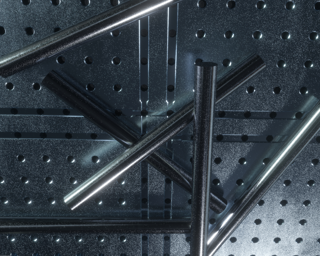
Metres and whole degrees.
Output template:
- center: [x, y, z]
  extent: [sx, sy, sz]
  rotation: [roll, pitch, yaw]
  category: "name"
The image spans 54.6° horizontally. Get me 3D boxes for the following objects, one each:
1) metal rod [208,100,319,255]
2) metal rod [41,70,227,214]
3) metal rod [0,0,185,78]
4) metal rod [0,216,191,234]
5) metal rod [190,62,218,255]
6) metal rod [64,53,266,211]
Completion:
- center: [0.140, 0.090, 0.447]
  extent: [0.025, 0.025, 0.299]
  rotation: [30, 107, -11]
  category: "metal rod"
- center: [-0.026, 0.026, 0.422]
  extent: [0.301, 0.025, 0.025]
  rotation: [38, 106, -13]
  category: "metal rod"
- center: [-0.058, -0.127, 0.365]
  extent: [0.301, 0.025, 0.025]
  rotation: [-21, 109, 7]
  category: "metal rod"
- center: [-0.098, 0.146, 0.466]
  extent: [0.302, 0.025, 0.025]
  rotation: [0, 110, 0]
  category: "metal rod"
- center: [0.054, 0.065, 0.403]
  extent: [0.025, 0.025, 0.298]
  rotation: [-1, 114, 0]
  category: "metal rod"
- center: [0.003, 0.007, 0.393]
  extent: [0.300, 0.025, 0.025]
  rotation: [-37, 106, 4]
  category: "metal rod"
